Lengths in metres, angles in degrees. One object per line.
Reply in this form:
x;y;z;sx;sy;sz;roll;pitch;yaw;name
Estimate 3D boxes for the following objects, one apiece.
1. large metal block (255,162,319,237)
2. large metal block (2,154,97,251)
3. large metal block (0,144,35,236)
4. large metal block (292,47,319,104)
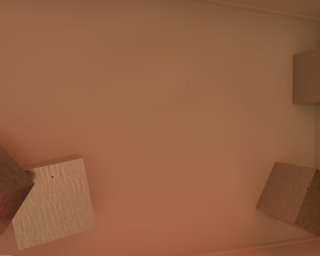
0.200;0.101;0.455;0.050;0.080;0.080;30;80;-18;large metal block
-0.123;0.079;0.352;0.081;0.050;0.080;-11;94;-20;large metal block
-0.181;0.059;0.296;0.080;0.050;0.080;43;112;13;large metal block
0.253;-0.078;0.474;0.050;0.080;0.080;1;90;-20;large metal block
